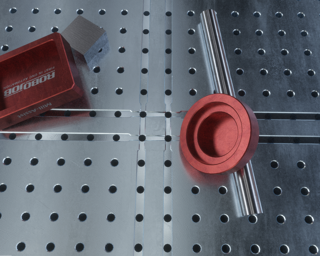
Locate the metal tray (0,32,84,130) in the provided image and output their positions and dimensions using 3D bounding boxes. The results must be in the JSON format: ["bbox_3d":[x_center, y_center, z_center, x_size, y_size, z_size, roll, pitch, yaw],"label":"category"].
[{"bbox_3d":[-0.177,-0.063,0.416,0.131,0.030,0.090,-22,71,4],"label":"metal tray"}]

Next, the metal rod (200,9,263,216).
[{"bbox_3d":[0.093,-0.035,0.425,0.025,0.025,0.299,-7,70,-3],"label":"metal rod"}]

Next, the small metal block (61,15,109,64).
[{"bbox_3d":[-0.114,-0.131,0.458,0.050,0.025,0.050,33,73,11],"label":"small metal block"}]

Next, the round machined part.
[{"bbox_3d":[0.076,0.009,0.383,0.098,0.042,0.098,-11,73,40],"label":"round machined part"}]
